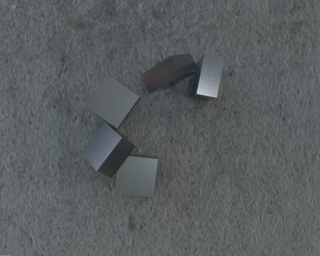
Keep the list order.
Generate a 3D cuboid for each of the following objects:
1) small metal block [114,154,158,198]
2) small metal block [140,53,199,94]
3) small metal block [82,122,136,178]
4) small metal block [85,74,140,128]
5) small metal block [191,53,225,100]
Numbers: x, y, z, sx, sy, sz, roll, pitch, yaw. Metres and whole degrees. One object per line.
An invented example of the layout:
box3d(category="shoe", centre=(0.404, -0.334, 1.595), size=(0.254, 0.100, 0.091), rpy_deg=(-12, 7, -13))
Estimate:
box3d(category="small metal block", centre=(-0.031, 0.062, 0.410), size=(0.050, 0.025, 0.050), rpy_deg=(6, 90, -1))
box3d(category="small metal block", centre=(0.013, -0.069, 0.388), size=(0.050, 0.050, 0.025), rpy_deg=(-26, 90, 35))
box3d(category="small metal block", centre=(-0.066, 0.027, 0.395), size=(0.050, 0.050, 0.025), rpy_deg=(-53, 132, 0))
box3d(category="small metal block", centre=(-0.061, -0.034, 0.409), size=(0.050, 0.025, 0.050), rpy_deg=(35, 90, -1))
box3d(category="small metal block", centre=(0.060, -0.064, 0.398), size=(0.025, 0.050, 0.050), rpy_deg=(11, 90, -2))
